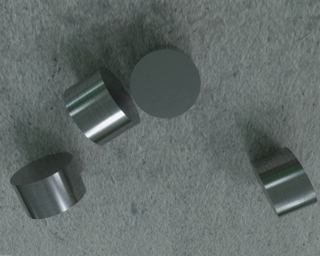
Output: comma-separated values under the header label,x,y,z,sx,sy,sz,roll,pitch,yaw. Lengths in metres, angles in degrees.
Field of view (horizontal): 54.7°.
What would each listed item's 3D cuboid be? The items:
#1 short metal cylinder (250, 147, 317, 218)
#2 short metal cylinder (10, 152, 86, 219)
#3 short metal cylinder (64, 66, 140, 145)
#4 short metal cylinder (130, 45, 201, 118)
label,x,y,z,sx,sy,sz,roll,pitch,yaw
short metal cylinder,0.161,0.071,0.409,0.050,0.080,0.080,-26,108,9
short metal cylinder,-0.144,0.073,0.405,0.080,0.080,0.050,-14,110,5
short metal cylinder,-0.067,-0.026,0.370,0.050,0.080,0.080,-31,107,10
short metal cylinder,0.006,-0.057,0.375,0.081,0.050,0.079,0,110,-1
